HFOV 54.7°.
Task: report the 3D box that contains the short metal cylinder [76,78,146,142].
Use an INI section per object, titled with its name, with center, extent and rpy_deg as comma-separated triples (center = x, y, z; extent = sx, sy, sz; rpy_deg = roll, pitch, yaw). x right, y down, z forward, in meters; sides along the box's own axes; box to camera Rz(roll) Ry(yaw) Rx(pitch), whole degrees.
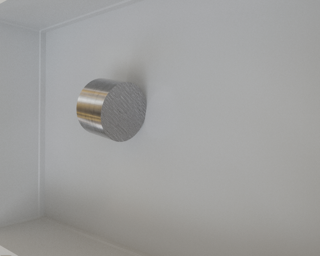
[short metal cylinder]
center = -0.065, -0.025, 0.422
extent = 0.050, 0.081, 0.079
rpy_deg = 15, 99, 39
